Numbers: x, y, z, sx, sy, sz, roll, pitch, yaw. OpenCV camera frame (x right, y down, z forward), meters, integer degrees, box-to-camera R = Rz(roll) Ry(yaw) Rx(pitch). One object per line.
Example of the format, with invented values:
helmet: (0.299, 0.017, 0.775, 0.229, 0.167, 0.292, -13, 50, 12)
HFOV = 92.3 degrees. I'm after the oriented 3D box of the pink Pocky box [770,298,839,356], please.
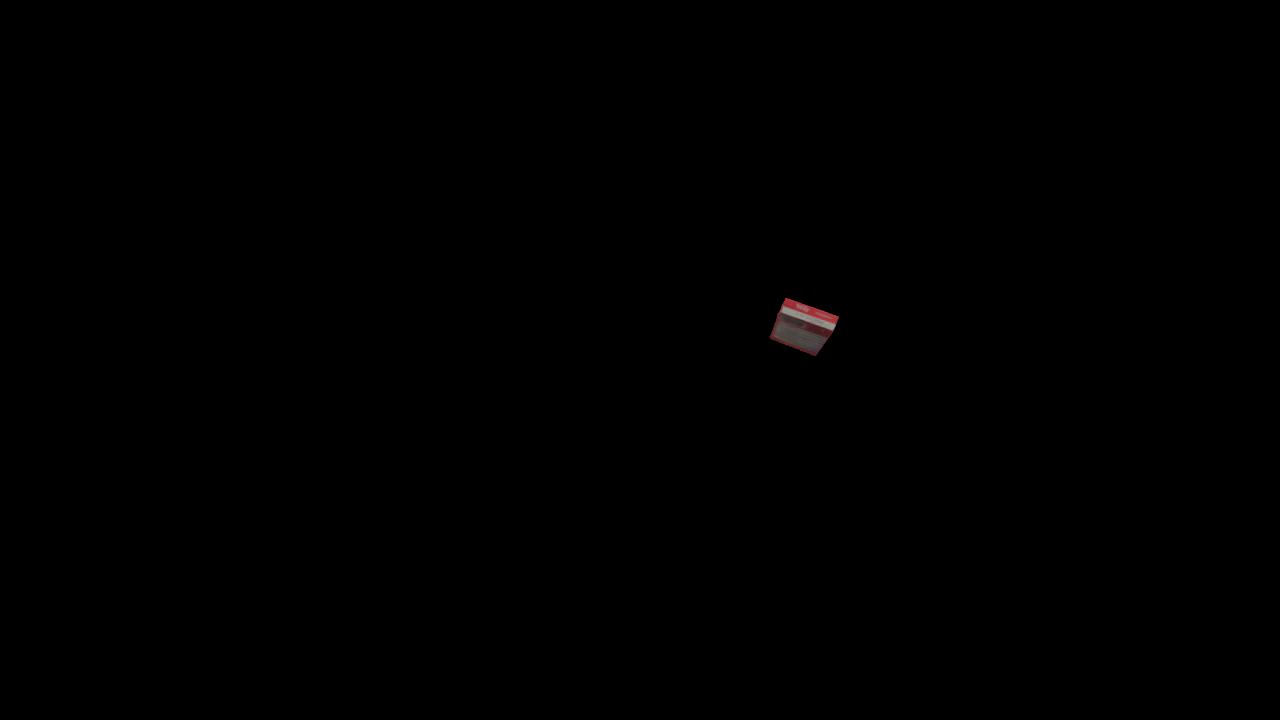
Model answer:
pink Pocky box: (0.256, -0.050, 0.974, 0.084, 0.029, 0.155, 22, -10, 11)
